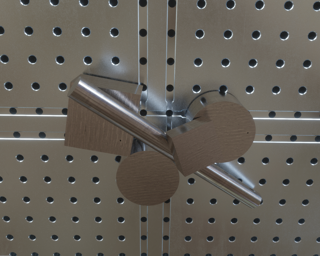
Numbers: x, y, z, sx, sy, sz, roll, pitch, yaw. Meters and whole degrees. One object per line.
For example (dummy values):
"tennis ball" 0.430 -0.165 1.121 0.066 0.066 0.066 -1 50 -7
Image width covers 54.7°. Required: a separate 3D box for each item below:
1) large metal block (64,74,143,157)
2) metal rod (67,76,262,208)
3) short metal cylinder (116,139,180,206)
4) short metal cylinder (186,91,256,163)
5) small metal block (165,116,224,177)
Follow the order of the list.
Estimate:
"large metal block" -0.069 -0.017 0.387 0.081 0.050 0.079 10 110 -4
"metal rod" 0.025 0.031 0.384 0.301 0.025 0.025 33 107 -27
"short metal cylinder" -0.015 0.056 0.417 0.081 0.050 0.079 0 110 0
"short metal cylinder" 0.075 -0.002 0.396 0.081 0.050 0.079 0 110 0
"small metal block" 0.039 0.020 0.357 0.050 0.025 0.050 -23 109 -11
